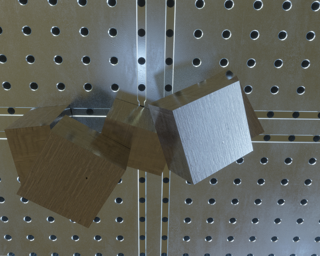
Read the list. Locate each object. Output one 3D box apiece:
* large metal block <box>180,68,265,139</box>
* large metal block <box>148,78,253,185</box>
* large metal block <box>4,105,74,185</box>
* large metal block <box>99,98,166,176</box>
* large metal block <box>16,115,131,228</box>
[{"bbox_3d":[0.072,-0.017,0.395,0.080,0.050,0.080,-29,108,9],"label":"large metal block"},{"bbox_3d":[0.044,0.000,0.328,0.081,0.050,0.080,-25,111,-22],"label":"large metal block"},{"bbox_3d":[-0.142,0.022,0.390,0.050,0.080,0.079,-6,110,2],"label":"large metal block"},{"bbox_3d":[-0.029,0.009,0.386,0.080,0.080,0.050,18,109,-7],"label":"large metal block"},{"bbox_3d":[-0.088,0.045,0.329,0.080,0.050,0.080,30,107,-10],"label":"large metal block"}]
